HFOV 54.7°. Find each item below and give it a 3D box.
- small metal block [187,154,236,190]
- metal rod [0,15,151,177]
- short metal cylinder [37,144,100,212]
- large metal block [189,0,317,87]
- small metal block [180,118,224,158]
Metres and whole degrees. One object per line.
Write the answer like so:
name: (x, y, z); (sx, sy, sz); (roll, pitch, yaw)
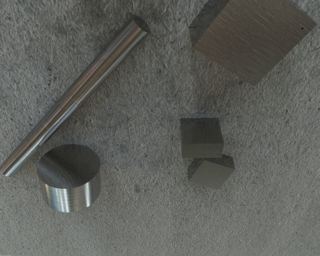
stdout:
small metal block: (0.075, 0.061, 0.460); (0.050, 0.025, 0.050); (18, 128, -15)
metal rod: (-0.121, -0.023, 0.386); (0.025, 0.025, 0.299); (35, 122, -26)
short metal cylinder: (-0.123, 0.068, 0.428); (0.081, 0.080, 0.050); (4, 130, -4)
large metal block: (0.087, -0.101, 0.306); (0.080, 0.050, 0.080); (26, 125, -21)
small metal block: (0.053, 0.012, 0.402); (0.050, 0.050, 0.025); (0, 130, 0)
